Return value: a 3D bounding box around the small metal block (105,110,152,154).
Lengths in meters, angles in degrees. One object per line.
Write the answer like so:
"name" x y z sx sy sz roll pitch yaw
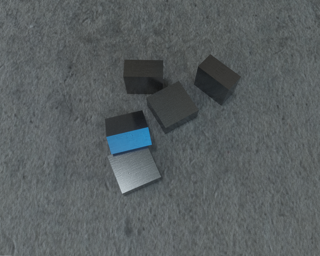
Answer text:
"small metal block" -0.041 0.004 0.392 0.050 0.025 0.050 -13 29 -5

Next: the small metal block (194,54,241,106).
"small metal block" 0.076 -0.064 0.419 0.050 0.050 0.025 40 75 13

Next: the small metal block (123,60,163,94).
"small metal block" -0.021 -0.068 0.420 0.050 0.050 0.025 1 70 0

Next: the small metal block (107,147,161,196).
"small metal block" -0.032 0.051 0.389 0.050 0.025 0.050 -22 72 -8

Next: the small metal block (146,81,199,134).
"small metal block" 0.016 -0.028 0.418 0.050 0.025 0.050 -28 73 -10
